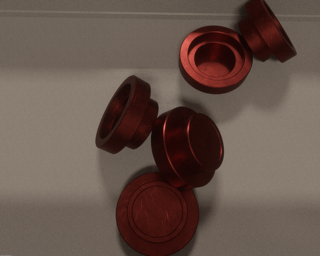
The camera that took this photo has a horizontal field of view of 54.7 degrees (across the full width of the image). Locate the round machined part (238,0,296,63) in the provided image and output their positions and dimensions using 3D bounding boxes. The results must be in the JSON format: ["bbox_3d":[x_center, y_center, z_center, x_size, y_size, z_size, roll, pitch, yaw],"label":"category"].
[{"bbox_3d":[0.145,-0.132,0.432,0.042,0.099,0.098,-32,68,30],"label":"round machined part"}]

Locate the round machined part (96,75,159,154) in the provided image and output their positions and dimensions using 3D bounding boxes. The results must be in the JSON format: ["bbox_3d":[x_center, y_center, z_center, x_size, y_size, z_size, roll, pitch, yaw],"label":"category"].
[{"bbox_3d":[-0.037,-0.012,0.382,0.042,0.098,0.098,27,69,-22],"label":"round machined part"}]

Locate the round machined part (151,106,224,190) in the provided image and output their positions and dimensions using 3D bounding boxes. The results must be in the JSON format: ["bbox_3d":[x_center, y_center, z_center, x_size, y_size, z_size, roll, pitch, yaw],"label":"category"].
[{"bbox_3d":[0.039,0.021,0.364,0.099,0.042,0.098,22,58,-41],"label":"round machined part"}]

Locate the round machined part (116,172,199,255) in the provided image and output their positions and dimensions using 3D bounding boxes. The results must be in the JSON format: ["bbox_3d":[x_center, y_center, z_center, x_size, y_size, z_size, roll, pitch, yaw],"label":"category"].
[{"bbox_3d":[-0.003,0.099,0.364,0.099,0.042,0.098,0,70,-1],"label":"round machined part"}]

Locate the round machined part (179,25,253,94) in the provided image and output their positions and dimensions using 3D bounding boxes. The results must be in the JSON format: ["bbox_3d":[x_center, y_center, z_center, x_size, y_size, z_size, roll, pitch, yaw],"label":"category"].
[{"bbox_3d":[0.075,-0.091,0.435,0.099,0.042,0.098,0,70,-1],"label":"round machined part"}]
